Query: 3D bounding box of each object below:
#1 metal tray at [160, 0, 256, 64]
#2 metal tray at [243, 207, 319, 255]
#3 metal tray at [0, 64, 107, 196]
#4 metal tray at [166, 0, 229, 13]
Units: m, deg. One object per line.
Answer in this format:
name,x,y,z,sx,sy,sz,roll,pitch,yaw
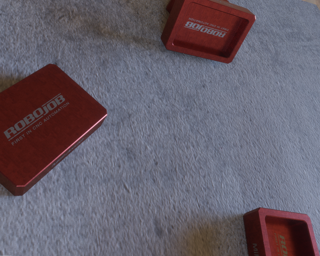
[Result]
metal tray,0.077,-0.161,0.500,0.131,0.089,0.030,6,39,-26
metal tray,0.157,0.170,0.383,0.091,0.030,0.130,13,56,-21
metal tray,-0.132,-0.004,0.332,0.090,0.030,0.131,42,51,0
metal tray,0.086,-0.215,0.580,0.131,0.030,0.090,-30,78,-38
